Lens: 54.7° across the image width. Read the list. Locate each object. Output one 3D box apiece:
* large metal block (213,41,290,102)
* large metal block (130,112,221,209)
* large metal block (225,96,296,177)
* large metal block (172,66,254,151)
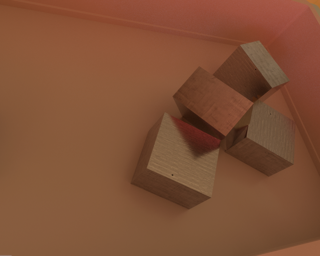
[{"bbox_3d":[0.141,-0.079,0.494,0.050,0.080,0.080,-22,73,-36],"label":"large metal block"},{"bbox_3d":[0.021,0.040,0.376,0.080,0.050,0.080,26,53,-12],"label":"large metal block"},{"bbox_3d":[0.151,0.013,0.463,0.080,0.050,0.080,29,52,-10],"label":"large metal block"},{"bbox_3d":[0.069,-0.022,0.400,0.080,0.080,0.050,39,86,20],"label":"large metal block"}]
